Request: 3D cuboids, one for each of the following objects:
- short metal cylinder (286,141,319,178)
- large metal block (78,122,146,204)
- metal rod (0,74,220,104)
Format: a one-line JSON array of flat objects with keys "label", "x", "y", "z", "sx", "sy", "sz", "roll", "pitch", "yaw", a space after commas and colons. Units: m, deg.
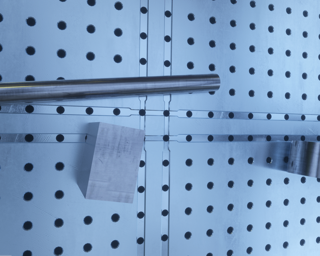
[{"label": "short metal cylinder", "x": 0.240, "y": 0.050, "z": 0.475, "sx": 0.081, "sy": 0.080, "sz": 0.050, "roll": 11, "pitch": 87, "yaw": -20}, {"label": "large metal block", "x": -0.060, "y": 0.037, "z": 0.362, "sx": 0.050, "sy": 0.080, "sz": 0.080, "roll": 11, "pitch": 86, "yaw": -20}, {"label": "metal rod", "x": -0.061, "y": -0.051, "z": 0.390, "sx": 0.303, "sy": 0.025, "sz": 0.025, "roll": -6, "pitch": 92, "yaw": -20}]
